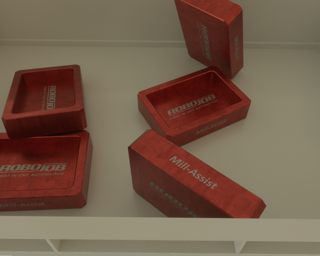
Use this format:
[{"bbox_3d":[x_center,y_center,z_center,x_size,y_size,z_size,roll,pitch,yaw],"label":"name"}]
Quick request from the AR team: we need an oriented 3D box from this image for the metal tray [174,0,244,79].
[{"bbox_3d":[0.075,-0.135,0.449,0.090,0.130,0.030,38,80,27],"label":"metal tray"}]

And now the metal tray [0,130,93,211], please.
[{"bbox_3d":[-0.149,0.048,0.359,0.131,0.030,0.090,-2,50,-2],"label":"metal tray"}]

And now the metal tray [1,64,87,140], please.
[{"bbox_3d":[-0.148,-0.040,0.411,0.091,0.030,0.130,-9,37,-11],"label":"metal tray"}]

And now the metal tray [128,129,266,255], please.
[{"bbox_3d":[0.029,0.067,0.306,0.130,0.089,0.030,32,57,23],"label":"metal tray"}]

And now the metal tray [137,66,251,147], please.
[{"bbox_3d":[0.046,-0.032,0.429,0.131,0.030,0.090,-22,54,-18],"label":"metal tray"}]
